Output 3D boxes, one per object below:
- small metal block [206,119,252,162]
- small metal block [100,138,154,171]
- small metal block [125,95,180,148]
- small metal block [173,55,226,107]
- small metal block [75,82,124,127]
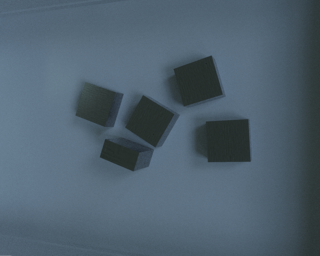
[{"bbox_3d":[0.085,0.016,0.380,0.050,0.025,0.050,-3,89,20],"label":"small metal block"},{"bbox_3d":[-0.043,0.034,0.412,0.050,0.050,0.025,20,97,19],"label":"small metal block"},{"bbox_3d":[-0.010,-0.009,0.414,0.050,0.025,0.050,33,100,17],"label":"small metal block"},{"bbox_3d":[0.050,-0.057,0.393,0.050,0.025,0.050,-16,85,19],"label":"small metal block"},{"bbox_3d":[-0.086,-0.033,0.441,0.050,0.025,0.050,20,97,18],"label":"small metal block"}]
